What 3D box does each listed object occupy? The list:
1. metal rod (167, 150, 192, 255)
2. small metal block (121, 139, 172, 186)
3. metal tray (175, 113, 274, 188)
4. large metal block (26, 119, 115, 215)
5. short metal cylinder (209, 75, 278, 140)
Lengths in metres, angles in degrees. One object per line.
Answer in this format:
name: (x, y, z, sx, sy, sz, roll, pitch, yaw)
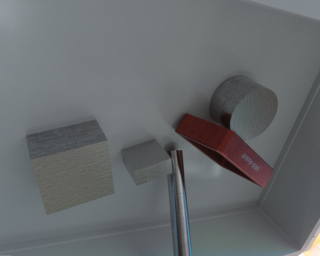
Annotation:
metal rod: (0.032, 0.180, 0.417, 0.025, 0.025, 0.298, 2, 77, -30)
small metal block: (-0.018, 0.044, 0.411, 0.050, 0.050, 0.025, -17, 126, -19)
metal tray: (0.092, 0.033, 0.436, 0.130, 0.090, 0.030, 36, 83, -39)
large metal block: (-0.103, 0.044, 0.364, 0.081, 0.050, 0.079, -15, 125, -21)
short metal cylinder: (0.119, -0.029, 0.442, 0.081, 0.050, 0.079, -14, 125, -21)
